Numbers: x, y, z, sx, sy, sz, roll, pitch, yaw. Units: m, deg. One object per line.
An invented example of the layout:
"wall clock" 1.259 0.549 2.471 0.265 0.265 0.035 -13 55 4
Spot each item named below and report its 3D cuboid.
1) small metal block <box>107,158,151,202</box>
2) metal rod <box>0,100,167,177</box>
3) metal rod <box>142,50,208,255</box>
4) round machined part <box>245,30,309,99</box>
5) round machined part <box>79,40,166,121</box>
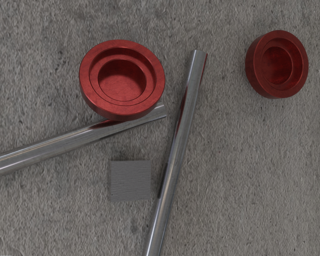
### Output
"small metal block" -0.040 0.065 0.395 0.050 0.025 0.050 1 90 -20
"metal rod" -0.131 0.024 0.360 0.302 0.025 0.025 -20 97 -19
"metal rod" 0.019 0.041 0.416 0.025 0.025 0.299 15 85 -20
"round machined part" 0.168 -0.092 0.462 0.099 0.042 0.097 0 90 -20
"round machined part" -0.046 -0.053 0.372 0.099 0.042 0.098 4 69 -12
